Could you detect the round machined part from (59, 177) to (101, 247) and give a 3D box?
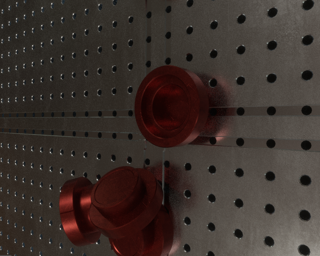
[{"bbox_3d":[-0.104,0.119,0.454,0.042,0.098,0.098,-16,79,7],"label":"round machined part"}]

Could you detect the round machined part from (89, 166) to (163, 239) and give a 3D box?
[{"bbox_3d":[-0.049,0.087,0.399,0.098,0.098,0.042,2,133,39],"label":"round machined part"}]

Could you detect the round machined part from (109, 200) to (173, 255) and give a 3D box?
[{"bbox_3d":[-0.034,0.141,0.424,0.098,0.042,0.097,0,90,39],"label":"round machined part"}]

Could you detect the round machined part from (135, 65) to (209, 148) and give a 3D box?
[{"bbox_3d":[0.018,-0.025,0.382,0.098,0.042,0.097,0,90,39],"label":"round machined part"}]
